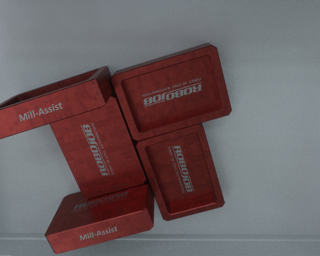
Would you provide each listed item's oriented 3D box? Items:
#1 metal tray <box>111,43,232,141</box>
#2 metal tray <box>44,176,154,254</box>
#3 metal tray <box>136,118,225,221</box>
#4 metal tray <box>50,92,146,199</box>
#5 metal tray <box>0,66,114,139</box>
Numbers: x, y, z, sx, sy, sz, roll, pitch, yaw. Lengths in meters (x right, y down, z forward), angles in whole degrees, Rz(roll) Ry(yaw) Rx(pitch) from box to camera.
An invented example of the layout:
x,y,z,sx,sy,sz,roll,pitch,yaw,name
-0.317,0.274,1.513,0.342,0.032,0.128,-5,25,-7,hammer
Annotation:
x,y,z,sx,sy,sz,roll,pitch,yaw,name
0.015,-0.044,0.391,0.131,0.030,0.089,-16,110,5,metal tray
-0.074,0.111,0.413,0.131,0.090,0.030,-16,110,5,metal tray
0.030,0.059,0.429,0.090,0.030,0.129,-16,110,5,metal tray
-0.080,0.024,0.413,0.090,0.030,0.129,-16,110,5,metal tray
-0.123,-0.032,0.359,0.131,0.090,0.030,-17,109,5,metal tray
